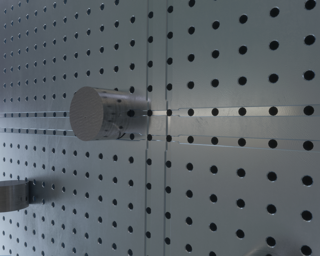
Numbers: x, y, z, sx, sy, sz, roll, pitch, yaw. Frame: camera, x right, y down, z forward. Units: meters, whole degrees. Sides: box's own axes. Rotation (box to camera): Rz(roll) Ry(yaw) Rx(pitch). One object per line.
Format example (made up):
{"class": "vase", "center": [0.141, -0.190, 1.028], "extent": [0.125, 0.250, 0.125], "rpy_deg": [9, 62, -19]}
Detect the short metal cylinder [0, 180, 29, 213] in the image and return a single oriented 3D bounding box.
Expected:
{"class": "short metal cylinder", "center": [-0.310, 0.137, 0.630], "extent": [0.080, 0.081, 0.050], "rpy_deg": [-2, 89, 40]}

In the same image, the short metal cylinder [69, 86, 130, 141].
{"class": "short metal cylinder", "center": [-0.092, -0.021, 0.469], "extent": [0.080, 0.050, 0.079], "rpy_deg": [0, 90, 40]}

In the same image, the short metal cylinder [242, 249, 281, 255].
{"class": "short metal cylinder", "center": [0.100, 0.170, 0.311], "extent": [0.080, 0.050, 0.079], "rpy_deg": [0, 90, 40]}
